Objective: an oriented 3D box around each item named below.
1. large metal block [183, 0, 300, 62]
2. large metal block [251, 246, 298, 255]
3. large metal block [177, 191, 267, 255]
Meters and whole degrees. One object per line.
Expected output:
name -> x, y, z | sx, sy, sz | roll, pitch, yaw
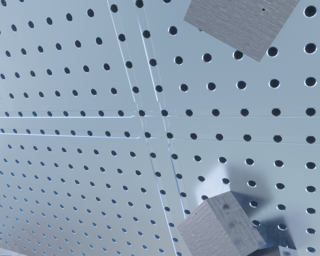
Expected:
large metal block -> 0.080, -0.120, 0.278 | 0.080, 0.050, 0.079 | 32, 128, 7
large metal block -> 0.146, 0.211, 0.420 | 0.050, 0.080, 0.080 | 26, 138, -36
large metal block -> 0.080, 0.145, 0.420 | 0.080, 0.050, 0.079 | 58, 135, 28
